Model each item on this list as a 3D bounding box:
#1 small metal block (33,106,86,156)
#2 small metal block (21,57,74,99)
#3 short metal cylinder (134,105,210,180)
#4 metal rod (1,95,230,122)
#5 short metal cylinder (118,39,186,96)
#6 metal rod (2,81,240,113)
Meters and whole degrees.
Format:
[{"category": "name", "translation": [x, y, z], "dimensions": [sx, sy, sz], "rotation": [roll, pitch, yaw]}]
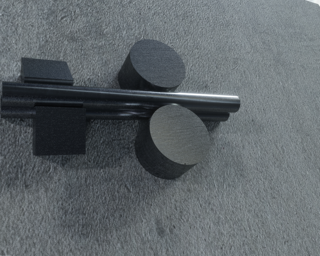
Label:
[{"category": "small metal block", "translation": [-0.108, 0.003, 0.332], "dimensions": [0.050, 0.025, 0.050], "rotation": [1, 88, -29]}, {"category": "small metal block", "translation": [-0.131, -0.057, 0.357], "dimensions": [0.050, 0.025, 0.050], "rotation": [0, 35, -28]}, {"category": "short metal cylinder", "translation": [0.014, 0.018, 0.386], "dimensions": [0.081, 0.050, 0.080], "rotation": [14, 56, -21]}, {"category": "metal rod", "translation": [-0.035, -0.022, 0.400], "dimensions": [0.303, 0.025, 0.025], "rotation": [0, 62, -28]}, {"category": "short metal cylinder", "translation": [-0.012, -0.075, 0.428], "dimensions": [0.081, 0.050, 0.080], "rotation": [14, 56, -21]}, {"category": "metal rod", "translation": [-0.025, -0.035, 0.381], "dimensions": [0.303, 0.025, 0.025], "rotation": [0, 62, -28]}]
